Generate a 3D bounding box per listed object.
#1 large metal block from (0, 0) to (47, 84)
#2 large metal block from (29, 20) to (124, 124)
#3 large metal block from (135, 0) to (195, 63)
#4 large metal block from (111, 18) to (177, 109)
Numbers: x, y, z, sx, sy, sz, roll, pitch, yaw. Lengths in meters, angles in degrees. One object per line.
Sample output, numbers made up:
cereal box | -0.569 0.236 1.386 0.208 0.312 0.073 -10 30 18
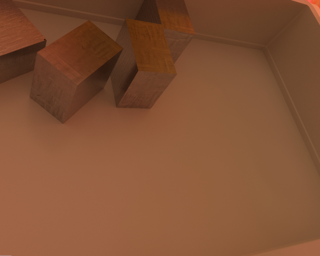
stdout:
large metal block | -0.190 -0.099 0.347 0.080 0.050 0.080 48 51 5
large metal block | -0.097 -0.063 0.357 0.050 0.080 0.080 40 51 -2
large metal block | 0.001 -0.145 0.459 0.050 0.080 0.080 2 61 -28
large metal block | -0.028 -0.080 0.404 0.050 0.080 0.080 0 62 -28
